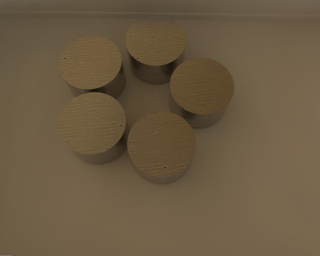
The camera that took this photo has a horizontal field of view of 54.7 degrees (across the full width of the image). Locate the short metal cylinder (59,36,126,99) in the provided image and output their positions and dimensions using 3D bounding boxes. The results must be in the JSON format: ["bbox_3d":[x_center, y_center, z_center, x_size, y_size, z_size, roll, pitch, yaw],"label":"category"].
[{"bbox_3d":[-0.089,-0.077,0.422,0.081,0.050,0.080,0,70,0],"label":"short metal cylinder"}]

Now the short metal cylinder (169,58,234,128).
[{"bbox_3d":[0.053,-0.045,0.411,0.081,0.050,0.080,0,70,0],"label":"short metal cylinder"}]

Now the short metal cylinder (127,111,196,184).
[{"bbox_3d":[0.002,0.026,0.385,0.081,0.050,0.080,0,70,0],"label":"short metal cylinder"}]

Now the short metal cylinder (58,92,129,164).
[{"bbox_3d":[-0.081,0.001,0.393,0.081,0.050,0.080,0,70,0],"label":"short metal cylinder"}]

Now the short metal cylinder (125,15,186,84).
[{"bbox_3d":[-0.005,-0.109,0.434,0.081,0.050,0.080,0,70,0],"label":"short metal cylinder"}]
